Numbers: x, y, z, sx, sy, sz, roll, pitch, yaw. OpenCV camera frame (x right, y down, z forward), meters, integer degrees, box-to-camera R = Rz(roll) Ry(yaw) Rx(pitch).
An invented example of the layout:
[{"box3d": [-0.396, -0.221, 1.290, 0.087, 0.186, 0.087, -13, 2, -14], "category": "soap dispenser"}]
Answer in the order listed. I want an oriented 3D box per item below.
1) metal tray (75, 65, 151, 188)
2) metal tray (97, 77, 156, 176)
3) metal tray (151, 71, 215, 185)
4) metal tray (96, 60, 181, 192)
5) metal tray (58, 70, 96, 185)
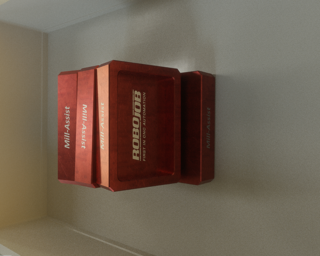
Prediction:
[{"box3d": [-0.052, 0.000, 0.364, 0.030, 0.091, 0.129, 0, 88, 40], "category": "metal tray"}, {"box3d": [-0.049, -0.003, 0.441, 0.090, 0.030, 0.129, 1, 90, 40], "category": "metal tray"}, {"box3d": [0.021, -0.001, 0.384, 0.090, 0.030, 0.129, 1, 90, 40], "category": "metal tray"}, {"box3d": [-0.021, -0.002, 0.337, 0.030, 0.091, 0.129, 0, 90, 54], "category": "metal tray"}, {"box3d": [-0.084, -0.001, 0.389, 0.030, 0.090, 0.129, 0, 90, 27], "category": "metal tray"}]
